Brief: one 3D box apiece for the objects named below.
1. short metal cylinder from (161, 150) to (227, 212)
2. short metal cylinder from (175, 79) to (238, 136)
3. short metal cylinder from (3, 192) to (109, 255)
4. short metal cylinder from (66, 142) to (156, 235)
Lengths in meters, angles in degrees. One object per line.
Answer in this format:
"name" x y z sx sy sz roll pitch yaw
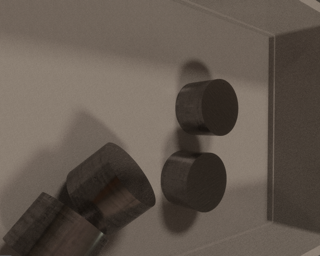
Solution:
"short metal cylinder" 0.048 0.072 0.433 0.081 0.050 0.079 0 90 -40
"short metal cylinder" 0.069 -0.029 0.451 0.081 0.050 0.079 0 90 -40
"short metal cylinder" -0.096 0.105 0.292 0.080 0.080 0.050 51 60 -28
"short metal cylinder" -0.049 0.062 0.322 0.050 0.080 0.080 -38 120 8
